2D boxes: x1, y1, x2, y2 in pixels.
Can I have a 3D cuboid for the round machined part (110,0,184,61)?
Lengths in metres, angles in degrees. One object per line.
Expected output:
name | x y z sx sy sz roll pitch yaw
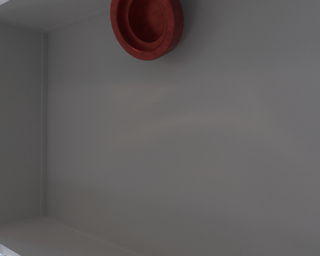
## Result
round machined part | -0.012 -0.138 0.391 0.098 0.042 0.097 18 124 29

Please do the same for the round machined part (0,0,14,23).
round machined part | -0.380 -0.297 0.713 0.098 0.042 0.097 0 90 40
